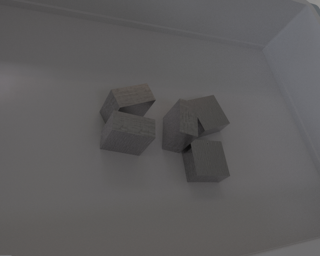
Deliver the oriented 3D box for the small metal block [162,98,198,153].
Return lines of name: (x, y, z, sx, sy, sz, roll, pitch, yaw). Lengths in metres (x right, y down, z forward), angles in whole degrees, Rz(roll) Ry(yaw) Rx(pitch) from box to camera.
small metal block: (0.025, -0.002, 0.404, 0.025, 0.050, 0.050, 15, 56, -20)

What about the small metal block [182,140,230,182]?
small metal block: (0.059, 0.044, 0.411, 0.050, 0.025, 0.050, 5, 59, -26)

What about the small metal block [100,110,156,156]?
small metal block: (-0.039, 0.008, 0.364, 0.050, 0.050, 0.025, 12, 57, -22)

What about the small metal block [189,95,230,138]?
small metal block: (0.065, -0.017, 0.451, 0.050, 0.025, 0.050, -15, 69, -34)

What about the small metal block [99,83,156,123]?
small metal block: (-0.041, -0.027, 0.384, 0.050, 0.050, 0.025, -16, 70, -34)
